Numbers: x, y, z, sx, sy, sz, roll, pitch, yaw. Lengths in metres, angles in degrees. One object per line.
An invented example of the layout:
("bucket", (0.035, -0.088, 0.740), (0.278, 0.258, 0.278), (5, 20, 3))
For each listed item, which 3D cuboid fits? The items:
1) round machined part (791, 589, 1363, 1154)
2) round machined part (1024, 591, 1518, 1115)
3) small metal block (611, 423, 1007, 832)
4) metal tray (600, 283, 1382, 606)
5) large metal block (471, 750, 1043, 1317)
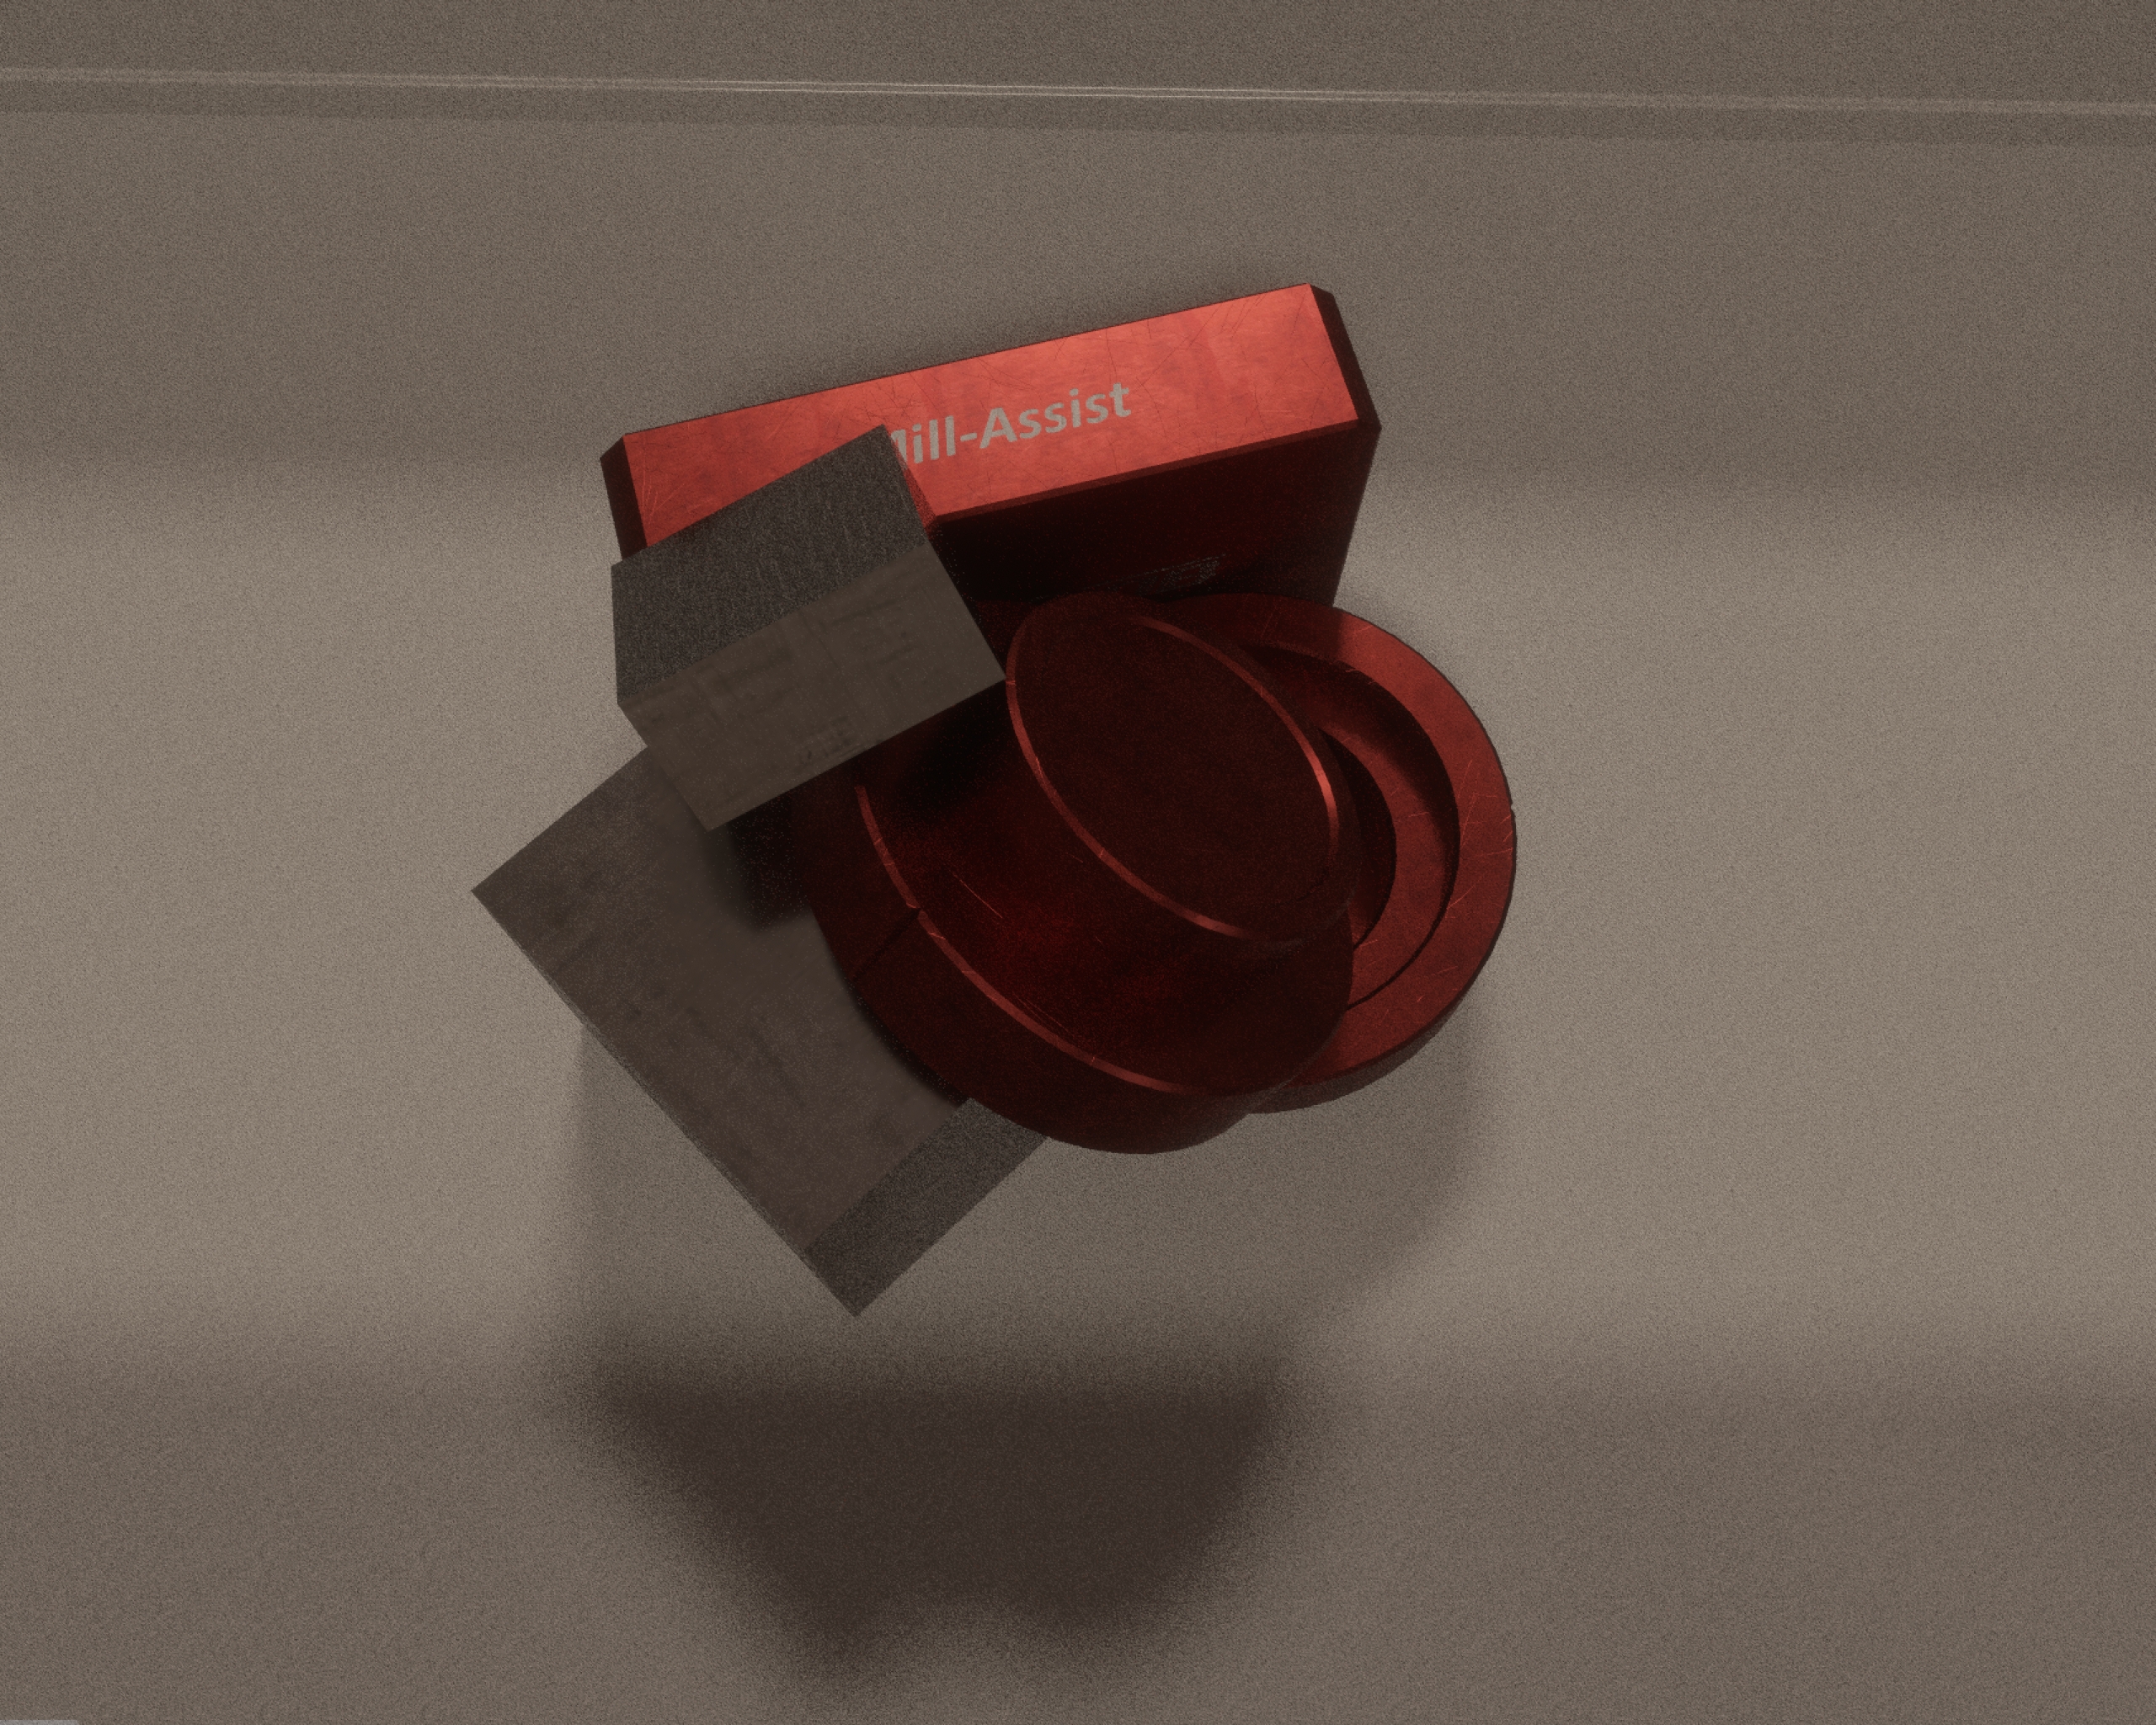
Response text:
("round machined part", (0.007, -0.005, 0.340), (0.099, 0.042, 0.098), (24, 43, -24))
("round machined part", (0.031, 0.001, 0.400), (0.099, 0.042, 0.098), (0, 70, -1))
("small metal block", (-0.043, -0.038, 0.323), (0.050, 0.025, 0.050), (-27, 33, 3))
("metal tray", (-0.015, -0.059, 0.394), (0.131, 0.090, 0.030), (-14, 72, -6))
("large metal block", (-0.051, 0.029, 0.368), (0.050, 0.080, 0.080), (-42, 76, -14))
